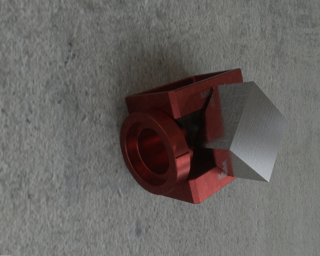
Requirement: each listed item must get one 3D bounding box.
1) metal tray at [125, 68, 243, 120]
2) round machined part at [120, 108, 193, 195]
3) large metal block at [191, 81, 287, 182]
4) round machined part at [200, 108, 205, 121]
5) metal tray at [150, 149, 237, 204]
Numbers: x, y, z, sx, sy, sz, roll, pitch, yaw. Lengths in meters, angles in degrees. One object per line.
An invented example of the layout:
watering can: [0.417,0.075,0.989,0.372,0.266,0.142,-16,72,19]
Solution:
metal tray: [0.034,-0.044,0.395,0.131,0.090,0.030,-23,105,-38]
round machined part: [0.000,0.024,0.360,0.042,0.098,0.097,-20,103,-39]
large metal block: [0.092,0.005,0.349,0.080,0.050,0.080,37,67,-34]
round machined part: [0.096,-0.015,0.441,0.042,0.098,0.097,-20,103,-39]
metal tray: [0.057,0.051,0.412,0.131,0.090,0.030,-23,105,-38]
